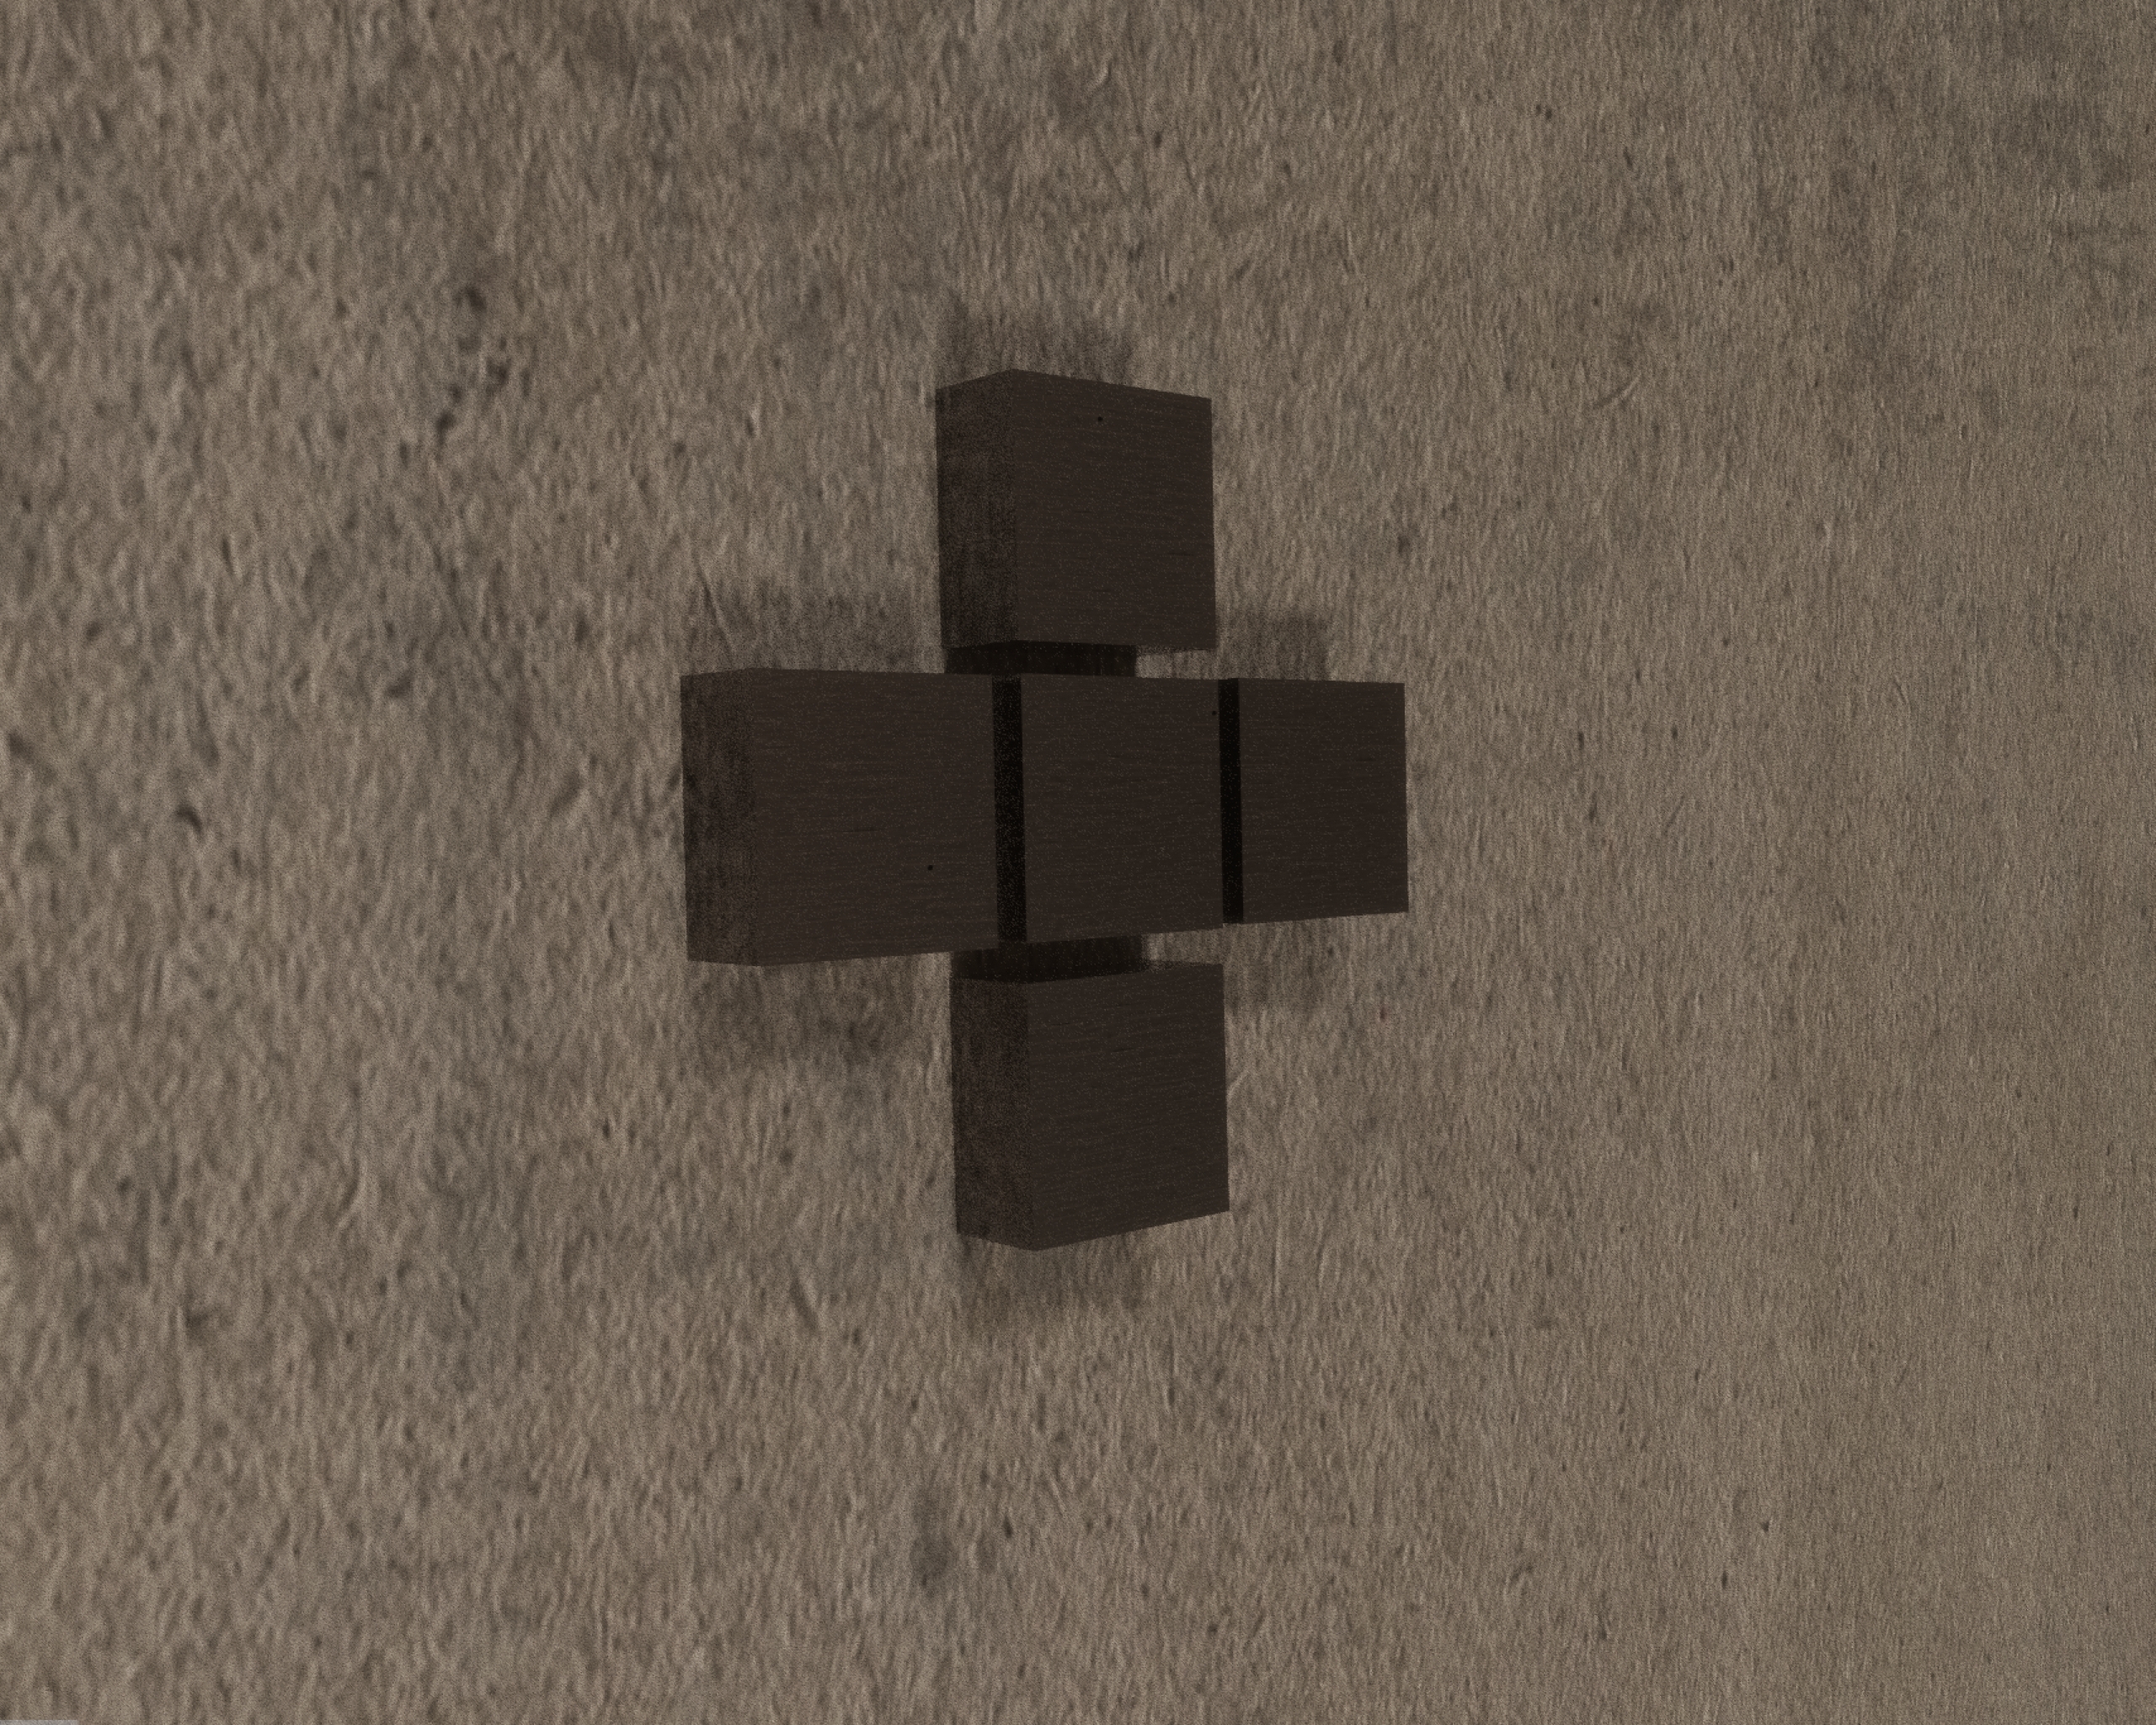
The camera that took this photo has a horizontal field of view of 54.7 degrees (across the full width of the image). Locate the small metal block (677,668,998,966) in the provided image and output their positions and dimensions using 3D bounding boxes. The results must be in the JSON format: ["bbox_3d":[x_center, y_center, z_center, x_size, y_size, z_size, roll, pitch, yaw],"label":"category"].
[{"bbox_3d":[-0.042,-0.008,0.372,0.050,0.025,0.050,-2,92,-40],"label":"small metal block"}]

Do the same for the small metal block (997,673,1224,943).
[{"bbox_3d":[0.001,-0.011,0.409,0.050,0.025,0.050,-2,92,-40],"label":"small metal block"}]

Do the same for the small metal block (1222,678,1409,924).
[{"bbox_3d":[0.044,-0.013,0.446,0.050,0.025,0.050,-2,92,-40],"label":"small metal block"}]

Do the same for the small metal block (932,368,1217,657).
[{"bbox_3d":[0.000,-0.067,0.408,0.050,0.025,0.050,-2,92,-40],"label":"small metal block"}]

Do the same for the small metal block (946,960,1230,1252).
[{"bbox_3d":[0.002,0.046,0.411,0.050,0.025,0.050,-3,92,-40],"label":"small metal block"}]
